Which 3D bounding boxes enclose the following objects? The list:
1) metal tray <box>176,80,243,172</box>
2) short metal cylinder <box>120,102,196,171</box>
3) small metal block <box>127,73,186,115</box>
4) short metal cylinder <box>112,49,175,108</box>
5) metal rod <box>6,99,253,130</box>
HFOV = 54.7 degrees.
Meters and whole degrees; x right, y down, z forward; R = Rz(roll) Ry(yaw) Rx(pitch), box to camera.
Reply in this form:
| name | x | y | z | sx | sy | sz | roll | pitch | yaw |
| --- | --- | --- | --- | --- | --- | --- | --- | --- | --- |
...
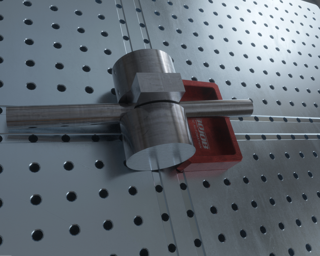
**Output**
| name | x | y | z | sx | sy | sz | roll | pitch | yaw |
| --- | --- | --- | --- | --- | --- | --- | --- | --- | --- |
| metal tray | 0.055 | -0.006 | 0.438 | 0.091 | 0.030 | 0.130 | 1 | 61 | -28 |
| short metal cylinder | -0.003 | 0.012 | 0.363 | 0.081 | 0.080 | 0.050 | 1 | 61 | -28 |
| small metal block | -0.006 | -0.037 | 0.351 | 0.050 | 0.050 | 0.025 | -4 | 63 | -21 |
| short metal cylinder | -0.017 | -0.055 | 0.395 | 0.081 | 0.080 | 0.050 | 1 | 62 | -28 |
| metal rod | -0.019 | -0.019 | 0.379 | 0.303 | 0.025 | 0.025 | -3 | 63 | -20 |
